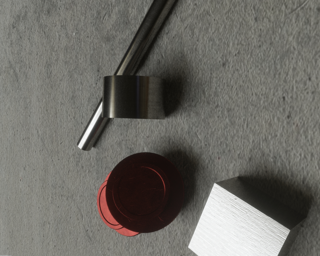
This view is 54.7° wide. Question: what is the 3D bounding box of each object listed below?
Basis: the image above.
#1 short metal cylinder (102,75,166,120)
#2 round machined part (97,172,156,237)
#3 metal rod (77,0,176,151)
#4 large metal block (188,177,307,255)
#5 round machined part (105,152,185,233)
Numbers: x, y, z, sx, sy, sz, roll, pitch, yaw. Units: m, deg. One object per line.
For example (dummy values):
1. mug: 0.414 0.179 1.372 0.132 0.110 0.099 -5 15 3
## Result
1. short metal cylinder: -0.033 -0.037 0.396 0.080 0.081 0.050 4 93 40
2. round machined part: -0.051 0.104 0.436 0.098 0.042 0.097 0 90 40
3. metal rod: -0.048 -0.084 0.444 0.025 0.025 0.298 48 118 29
4. large metal block: 0.087 0.107 0.317 0.080 0.050 0.079 30 109 36
5. round machined part: -0.019 0.078 0.379 0.098 0.042 0.098 -2 76 7
